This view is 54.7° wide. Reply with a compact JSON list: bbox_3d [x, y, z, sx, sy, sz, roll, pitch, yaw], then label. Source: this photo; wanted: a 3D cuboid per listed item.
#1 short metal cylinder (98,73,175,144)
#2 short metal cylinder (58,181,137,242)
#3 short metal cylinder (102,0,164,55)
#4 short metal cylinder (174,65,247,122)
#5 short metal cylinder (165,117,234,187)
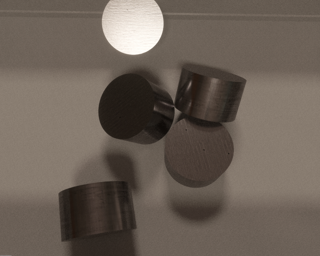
[{"bbox_3d":[-0.029,-0.022,0.386,0.080,0.050,0.080,-6,77,28],"label":"short metal cylinder"},{"bbox_3d":[-0.069,0.093,0.345,0.081,0.080,0.050,-9,71,-4],"label":"short metal cylinder"},{"bbox_3d":[-0.035,-0.143,0.429,0.081,0.050,0.079,0,105,0],"label":"short metal cylinder"},{"bbox_3d":[0.062,-0.045,0.390,0.080,0.080,0.050,13,110,4],"label":"short metal cylinder"},{"bbox_3d":[0.046,0.031,0.386,0.081,0.050,0.080,0,70,-1],"label":"short metal cylinder"}]
